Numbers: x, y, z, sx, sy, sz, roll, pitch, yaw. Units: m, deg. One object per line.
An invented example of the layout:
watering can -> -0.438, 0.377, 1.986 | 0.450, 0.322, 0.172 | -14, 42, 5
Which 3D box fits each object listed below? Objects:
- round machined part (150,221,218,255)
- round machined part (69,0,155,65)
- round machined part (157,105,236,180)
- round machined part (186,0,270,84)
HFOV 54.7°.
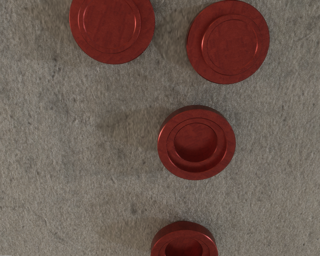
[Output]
round machined part -> 0.035, 0.181, 0.468 | 0.099, 0.042, 0.097 | 0, 110, -1
round machined part -> -0.055, -0.122, 0.355 | 0.099, 0.042, 0.097 | 0, 110, -1
round machined part -> 0.046, 0.016, 0.407 | 0.099, 0.042, 0.097 | 0, 110, -1
round machined part -> 0.081, -0.099, 0.365 | 0.099, 0.042, 0.097 | 0, 110, -1
